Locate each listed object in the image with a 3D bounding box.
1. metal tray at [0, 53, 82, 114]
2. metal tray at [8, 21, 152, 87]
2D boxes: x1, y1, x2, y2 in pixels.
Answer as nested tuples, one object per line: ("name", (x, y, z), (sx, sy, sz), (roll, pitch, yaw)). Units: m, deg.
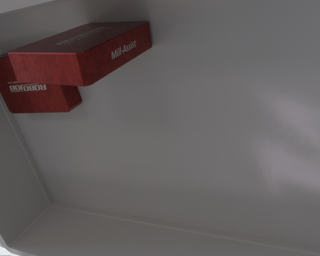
("metal tray", (-0.188, -0.069, 0.462), (0.130, 0.030, 0.089), (0, 119, 28))
("metal tray", (-0.077, -0.084, 0.329), (0.090, 0.131, 0.030), (7, 121, 25))
